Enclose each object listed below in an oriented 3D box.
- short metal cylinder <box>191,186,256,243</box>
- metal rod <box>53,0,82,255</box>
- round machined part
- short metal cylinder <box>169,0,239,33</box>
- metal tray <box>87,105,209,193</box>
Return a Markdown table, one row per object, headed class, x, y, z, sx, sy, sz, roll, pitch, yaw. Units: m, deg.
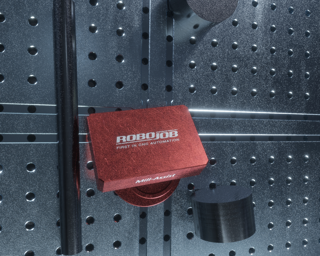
| class | x | y | z | sx | sy | sz | roll | pitch | yaw |
| --- | --- | --- | --- | --- | --- | --- | --- | --- | --- |
| short metal cylinder | 0.084 | 0.112 | 0.414 | 0.081 | 0.080 | 0.050 | -8 | 93 | -20 |
| metal rod | -0.110 | -0.001 | 0.371 | 0.025 | 0.025 | 0.298 | -2 | 91 | -20 |
| round machined part | -0.016 | 0.052 | 0.398 | 0.099 | 0.042 | 0.097 | 0 | 90 | -20 |
| short metal cylinder | 0.058 | -0.176 | 0.420 | 0.081 | 0.050 | 0.080 | 0 | 90 | -20 |
| metal tray | -0.017 | 0.021 | 0.378 | 0.131 | 0.030 | 0.090 | -7 | 59 | -19 |
